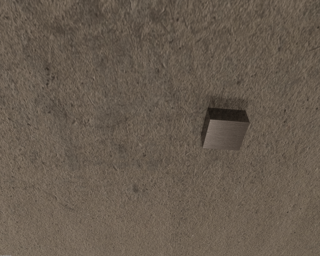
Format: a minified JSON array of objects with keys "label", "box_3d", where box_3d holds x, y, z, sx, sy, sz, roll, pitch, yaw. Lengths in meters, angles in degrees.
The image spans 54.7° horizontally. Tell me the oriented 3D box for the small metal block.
[{"label":"small metal block","box_3d":[0.085,0.002,0.410,0.050,0.025,0.050,4,130,-4]}]
